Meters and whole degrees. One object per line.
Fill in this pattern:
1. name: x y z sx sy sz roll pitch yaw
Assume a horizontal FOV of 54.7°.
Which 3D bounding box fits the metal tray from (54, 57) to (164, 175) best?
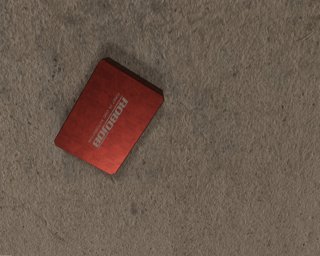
1. metal tray: -0.065 -0.013 0.401 0.090 0.030 0.129 31 107 -11
